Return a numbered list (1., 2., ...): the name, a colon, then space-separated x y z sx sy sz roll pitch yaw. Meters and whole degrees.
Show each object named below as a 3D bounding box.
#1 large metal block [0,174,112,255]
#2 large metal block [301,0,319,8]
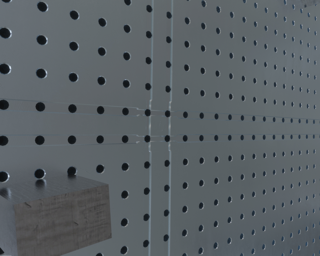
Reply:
1. large metal block: -0.102 0.079 0.287 0.081 0.080 0.050 -5 94 -40
2. large metal block: 0.343 -0.323 0.677 0.080 0.050 0.080 -43 116 -31
